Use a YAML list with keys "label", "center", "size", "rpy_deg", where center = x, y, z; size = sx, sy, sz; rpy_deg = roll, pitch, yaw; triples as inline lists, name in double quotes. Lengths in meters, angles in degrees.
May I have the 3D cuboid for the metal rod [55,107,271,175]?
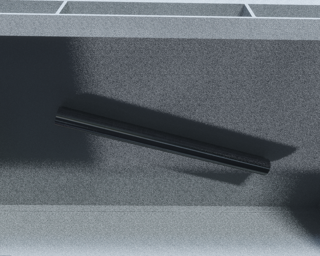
- label: "metal rod"
  center: [0.013, 0.021, 0.425]
  size: [0.302, 0.025, 0.025]
  rpy_deg: [14, 129, -12]
